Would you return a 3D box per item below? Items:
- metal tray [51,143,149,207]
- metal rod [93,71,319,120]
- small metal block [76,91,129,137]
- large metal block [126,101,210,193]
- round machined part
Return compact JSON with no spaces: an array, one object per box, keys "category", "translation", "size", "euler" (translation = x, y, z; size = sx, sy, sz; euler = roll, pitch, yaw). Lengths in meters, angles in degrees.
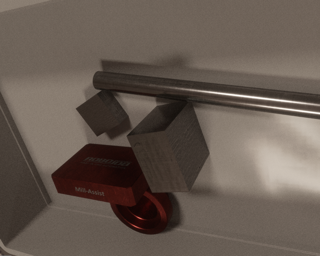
[{"category":"metal tray","translation":[-0.074,0.062,0.442],"size":[0.130,0.090,0.030],"euler":[3,120,26]},{"category":"metal rod","translation":[0.056,-0.039,0.354],"size":[0.301,0.025,0.025],"euler":[10,123,22]},{"category":"small metal block","translation":[-0.082,-0.022,0.436],"size":[0.050,0.025,0.050],"euler":[-27,104,37]},{"category":"large metal block","translation":[0.014,0.021,0.378],"size":[0.050,0.080,0.080],"euler":[-9,114,32]},{"category":"round machined part","translation":[-0.025,0.114,0.480],"size":[0.098,0.042,0.097],"euler":[13,124,20]}]
